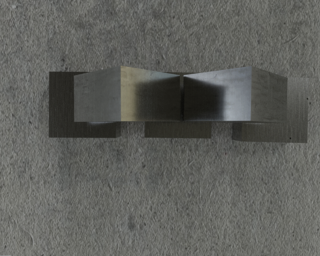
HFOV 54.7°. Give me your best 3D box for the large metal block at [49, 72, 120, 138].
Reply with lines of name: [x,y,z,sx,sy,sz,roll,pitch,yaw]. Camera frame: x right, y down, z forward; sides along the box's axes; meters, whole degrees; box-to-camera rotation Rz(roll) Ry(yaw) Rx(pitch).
large metal block: [-0.093,-0.028,0.398,0.081,0.050,0.079,0,90,-1]

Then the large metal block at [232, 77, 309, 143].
large metal block: [0.140,-0.022,0.401,0.081,0.050,0.079,2,90,-1]

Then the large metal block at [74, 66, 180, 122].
large metal block: [-0.035,-0.032,0.333,0.081,0.080,0.050,-1,91,-46]

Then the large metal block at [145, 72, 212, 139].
large metal block: [0.022,-0.028,0.399,0.081,0.050,0.079,1,90,-1]

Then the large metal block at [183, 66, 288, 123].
large metal block: [0.082,-0.031,0.337,0.080,0.081,0.050,1,90,44]
